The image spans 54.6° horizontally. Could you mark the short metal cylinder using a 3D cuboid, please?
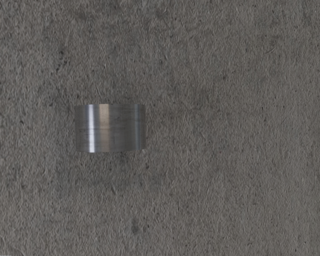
[{"bbox_3d":[-0.057,-0.001,0.359,0.081,0.080,0.050,-2,91,-20],"label":"short metal cylinder"}]
